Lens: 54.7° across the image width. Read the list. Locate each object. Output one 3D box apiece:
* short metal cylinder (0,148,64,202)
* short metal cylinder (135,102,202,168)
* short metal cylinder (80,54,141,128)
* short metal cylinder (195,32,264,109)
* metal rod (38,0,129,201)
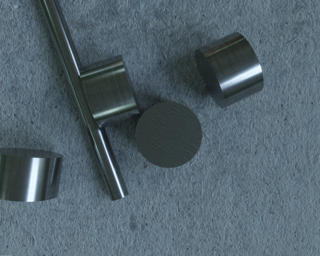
[{"bbox_3d":[-0.164,0.055,0.381,0.080,0.080,0.050,8,90,0],"label":"short metal cylinder"},{"bbox_3d":[0.010,0.008,0.396,0.081,0.050,0.079,0,91,-2],"label":"short metal cylinder"},{"bbox_3d":[-0.059,-0.045,0.382,0.050,0.080,0.080,-18,90,0],"label":"short metal cylinder"},{"bbox_3d":[0.084,-0.071,0.383,0.050,0.080,0.080,-25,90,0],"label":"short metal cylinder"},{"bbox_3d":[-0.104,-0.049,0.409,0.025,0.025,0.299,-20,90,0],"label":"metal rod"}]
